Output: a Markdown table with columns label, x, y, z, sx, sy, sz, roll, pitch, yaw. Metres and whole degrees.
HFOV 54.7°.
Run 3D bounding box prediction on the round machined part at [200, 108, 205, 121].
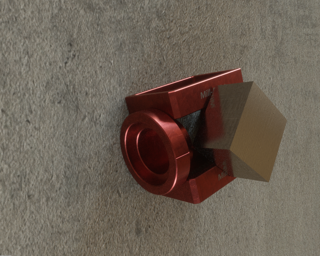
| label | x | y | z | sx | sy | sz | roll | pitch | yaw |
| --- | --- | --- | --- | --- | --- | --- | --- | --- | --- |
| round machined part | 0.096 | -0.015 | 0.441 | 0.042 | 0.098 | 0.097 | -20 | 103 | -39 |

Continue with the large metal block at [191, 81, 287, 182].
| label | x | y | z | sx | sy | sz | roll | pitch | yaw |
| --- | --- | --- | --- | --- | --- | --- | --- | --- | --- |
| large metal block | 0.092 | 0.005 | 0.349 | 0.080 | 0.050 | 0.080 | 37 | 67 | -34 |

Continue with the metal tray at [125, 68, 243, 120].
| label | x | y | z | sx | sy | sz | roll | pitch | yaw |
| --- | --- | --- | --- | --- | --- | --- | --- | --- | --- |
| metal tray | 0.034 | -0.044 | 0.395 | 0.131 | 0.090 | 0.030 | -23 | 105 | -38 |

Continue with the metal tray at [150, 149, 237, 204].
| label | x | y | z | sx | sy | sz | roll | pitch | yaw |
| --- | --- | --- | --- | --- | --- | --- | --- | --- | --- |
| metal tray | 0.057 | 0.051 | 0.412 | 0.131 | 0.090 | 0.030 | -23 | 105 | -38 |

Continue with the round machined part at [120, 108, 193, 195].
| label | x | y | z | sx | sy | sz | roll | pitch | yaw |
| --- | --- | --- | --- | --- | --- | --- | --- | --- | --- |
| round machined part | 0.000 | 0.024 | 0.360 | 0.042 | 0.098 | 0.097 | -20 | 103 | -39 |
